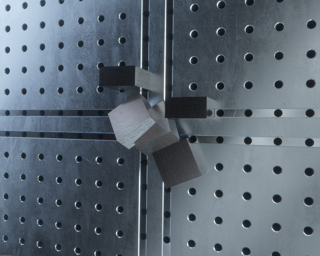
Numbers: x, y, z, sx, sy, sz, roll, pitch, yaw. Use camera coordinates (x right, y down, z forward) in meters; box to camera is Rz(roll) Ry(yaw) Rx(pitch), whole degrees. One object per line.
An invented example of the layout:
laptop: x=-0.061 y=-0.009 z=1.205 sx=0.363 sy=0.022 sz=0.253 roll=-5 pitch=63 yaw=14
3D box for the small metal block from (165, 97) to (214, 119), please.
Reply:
small metal block: x=0.038 y=-0.024 z=0.385 sx=0.050 sy=0.050 sz=0.025 roll=1 pitch=91 yaw=19

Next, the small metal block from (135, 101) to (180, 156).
small metal block: x=-0.007 y=0.001 z=0.402 sx=0.050 sy=0.025 sz=0.050 roll=-26 pitch=51 yaw=17

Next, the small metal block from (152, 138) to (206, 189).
small metal block: x=0.025 y=0.045 z=0.403 sx=0.050 sy=0.025 sz=0.050 roll=-24 pitch=82 yaw=18

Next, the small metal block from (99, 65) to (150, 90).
small metal block: x=-0.046 y=-0.066 z=0.415 sx=0.050 sy=0.050 sz=0.025 roll=2 pitch=91 yaw=19

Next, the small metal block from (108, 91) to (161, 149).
small metal block: x=-0.033 y=-0.010 z=0.393 sx=0.050 sy=0.025 sz=0.050 roll=-35 pitch=49 yaw=11
